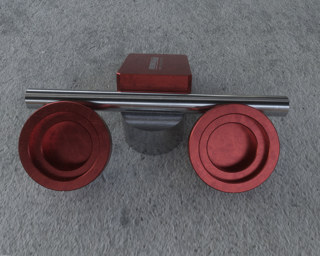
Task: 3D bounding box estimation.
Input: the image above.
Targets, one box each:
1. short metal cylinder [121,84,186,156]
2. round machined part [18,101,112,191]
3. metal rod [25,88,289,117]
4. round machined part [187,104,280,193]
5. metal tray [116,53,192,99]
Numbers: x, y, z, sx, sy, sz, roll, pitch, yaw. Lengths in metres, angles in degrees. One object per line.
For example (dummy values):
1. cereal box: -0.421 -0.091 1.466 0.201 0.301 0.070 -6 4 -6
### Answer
1. short metal cylinder: -0.008 -0.011 0.398 0.081 0.050 0.080 0 50 0
2. round machined part: -0.104 0.020 0.355 0.099 0.042 0.097 0 88 -1
3. metal rod: -0.004 -0.030 0.366 0.302 0.025 0.025 2 50 1
4. round machined part: 0.080 0.021 0.354 0.099 0.042 0.097 0 93 0
5. metal tray: -0.005 -0.076 0.430 0.091 0.030 0.130 2 24 1
